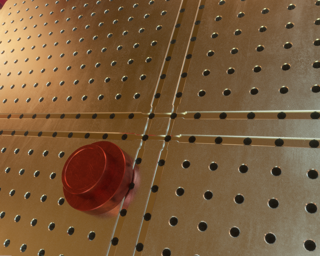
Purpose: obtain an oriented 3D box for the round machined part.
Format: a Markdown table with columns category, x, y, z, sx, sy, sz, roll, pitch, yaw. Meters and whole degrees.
| category | x | y | z | sx | sy | sz | roll | pitch | yaw |
| --- | --- | --- | --- | --- | --- | --- | --- | --- | --- |
| round machined part | -0.089 | 0.060 | 0.408 | 0.098 | 0.042 | 0.098 | -13 | 56 | 21 |
